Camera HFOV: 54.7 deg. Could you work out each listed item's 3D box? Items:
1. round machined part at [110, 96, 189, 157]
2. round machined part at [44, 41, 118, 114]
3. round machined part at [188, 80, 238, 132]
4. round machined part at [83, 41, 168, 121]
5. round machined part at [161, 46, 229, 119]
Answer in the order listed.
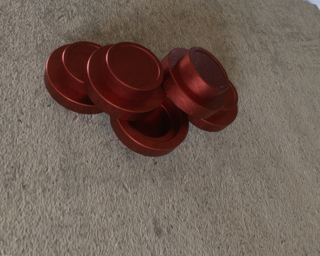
[{"bbox_3d":[-0.016,-0.008,0.392,0.099,0.042,0.098,14,56,-21],"label":"round machined part"},{"bbox_3d":[-0.091,-0.069,0.388,0.099,0.042,0.098,14,56,-21],"label":"round machined part"},{"bbox_3d":[0.077,-0.046,0.466,0.099,0.042,0.098,14,56,-21],"label":"round machined part"},{"bbox_3d":[-0.035,-0.061,0.359,0.099,0.042,0.098,14,56,-21],"label":"round machined part"},{"bbox_3d":[0.049,-0.064,0.395,0.099,0.042,0.098,25,46,-29],"label":"round machined part"}]
